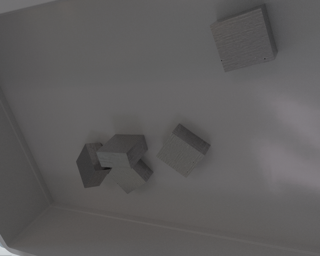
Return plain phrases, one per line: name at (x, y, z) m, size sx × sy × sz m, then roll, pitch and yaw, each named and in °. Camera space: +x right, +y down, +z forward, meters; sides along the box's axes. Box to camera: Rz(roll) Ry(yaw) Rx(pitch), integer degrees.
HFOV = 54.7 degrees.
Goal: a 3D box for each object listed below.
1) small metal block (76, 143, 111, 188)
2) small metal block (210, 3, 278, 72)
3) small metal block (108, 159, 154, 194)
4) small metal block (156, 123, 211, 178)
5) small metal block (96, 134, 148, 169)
small metal block at (-0.106, 0.058, 0.485) m, size 0.050 × 0.025 × 0.050 m, roll -54°, pitch 52°, yaw 39°
small metal block at (0.084, -0.089, 0.309) m, size 0.050 × 0.025 × 0.050 m, roll -10°, pitch 114°, yaw 32°
small metal block at (-0.047, 0.067, 0.475) m, size 0.050 × 0.025 × 0.050 m, roll 47°, pitch 129°, yaw -6°
small metal block at (0.030, 0.030, 0.412) m, size 0.050 × 0.025 × 0.050 m, roll 35°, pitch 129°, yaw 4°
small metal block at (-0.053, 0.032, 0.440) m, size 0.050 × 0.050 × 0.025 m, roll 0°, pitch 118°, yaw 28°
